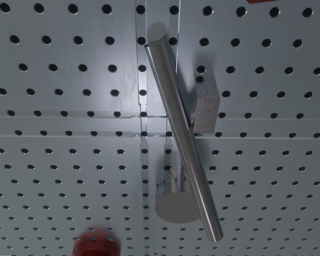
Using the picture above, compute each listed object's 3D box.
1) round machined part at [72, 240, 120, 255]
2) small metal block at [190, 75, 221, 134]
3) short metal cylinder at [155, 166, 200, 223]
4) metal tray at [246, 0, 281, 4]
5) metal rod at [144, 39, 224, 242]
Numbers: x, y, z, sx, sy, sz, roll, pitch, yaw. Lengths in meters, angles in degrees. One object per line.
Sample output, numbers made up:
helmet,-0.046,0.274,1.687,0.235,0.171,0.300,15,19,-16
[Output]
round machined part,-0.132,0.274,0.632,0.099,0.042,0.097,0,130,0
small metal block,0.052,-0.029,0.371,0.025,0.050,0.050,1,130,-1
short metal cylinder,0.033,0.105,0.485,0.081,0.050,0.079,0,130,0
metal tray,0.116,-0.178,0.257,0.090,0.030,0.129,-6,130,4
metal rod,0.039,0.035,0.400,0.025,0.025,0.298,-14,117,11
